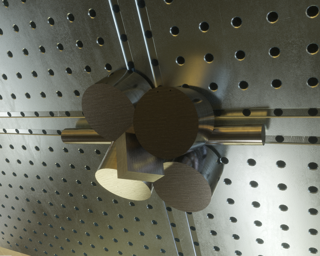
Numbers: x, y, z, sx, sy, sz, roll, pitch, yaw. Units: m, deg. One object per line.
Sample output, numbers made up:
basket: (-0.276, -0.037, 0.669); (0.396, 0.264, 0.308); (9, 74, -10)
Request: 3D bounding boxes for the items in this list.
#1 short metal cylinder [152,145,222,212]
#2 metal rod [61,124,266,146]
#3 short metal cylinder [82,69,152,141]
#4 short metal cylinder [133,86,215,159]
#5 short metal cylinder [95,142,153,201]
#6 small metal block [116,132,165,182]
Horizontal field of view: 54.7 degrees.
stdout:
short metal cylinder: (0.037, 0.064, 0.410); (0.080, 0.050, 0.079); (13, 124, 21)
metal rod: (-0.015, 0.010, 0.420); (0.300, 0.025, 0.025); (-1, 118, 28)
short metal cylinder: (-0.052, -0.029, 0.399); (0.080, 0.050, 0.079); (13, 124, 21)
short metal cylinder: (0.017, -0.008, 0.360); (0.080, 0.050, 0.079); (3, 97, 28)
short metal cylinder: (-0.043, 0.059, 0.433); (0.080, 0.050, 0.080); (14, 143, 11)
small metal block: (-0.025, 0.036, 0.380); (0.050, 0.050, 0.025); (13, 146, -32)
